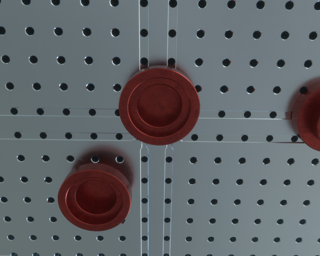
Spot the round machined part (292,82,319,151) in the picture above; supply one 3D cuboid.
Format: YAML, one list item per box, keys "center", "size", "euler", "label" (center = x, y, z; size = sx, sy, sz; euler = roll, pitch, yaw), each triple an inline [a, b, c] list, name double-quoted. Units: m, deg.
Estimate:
- center: [0.228, -0.012, 0.401]
  size: [0.099, 0.042, 0.097]
  euler: [0, 110, 0]
  label: "round machined part"

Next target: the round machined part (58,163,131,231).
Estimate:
- center: [-0.089, 0.093, 0.438]
  size: [0.099, 0.042, 0.097]
  euler: [0, 110, 0]
  label: "round machined part"

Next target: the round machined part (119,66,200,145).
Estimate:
- center: [-0.001, -0.030, 0.393]
  size: [0.099, 0.042, 0.097]
  euler: [0, 110, 0]
  label: "round machined part"
